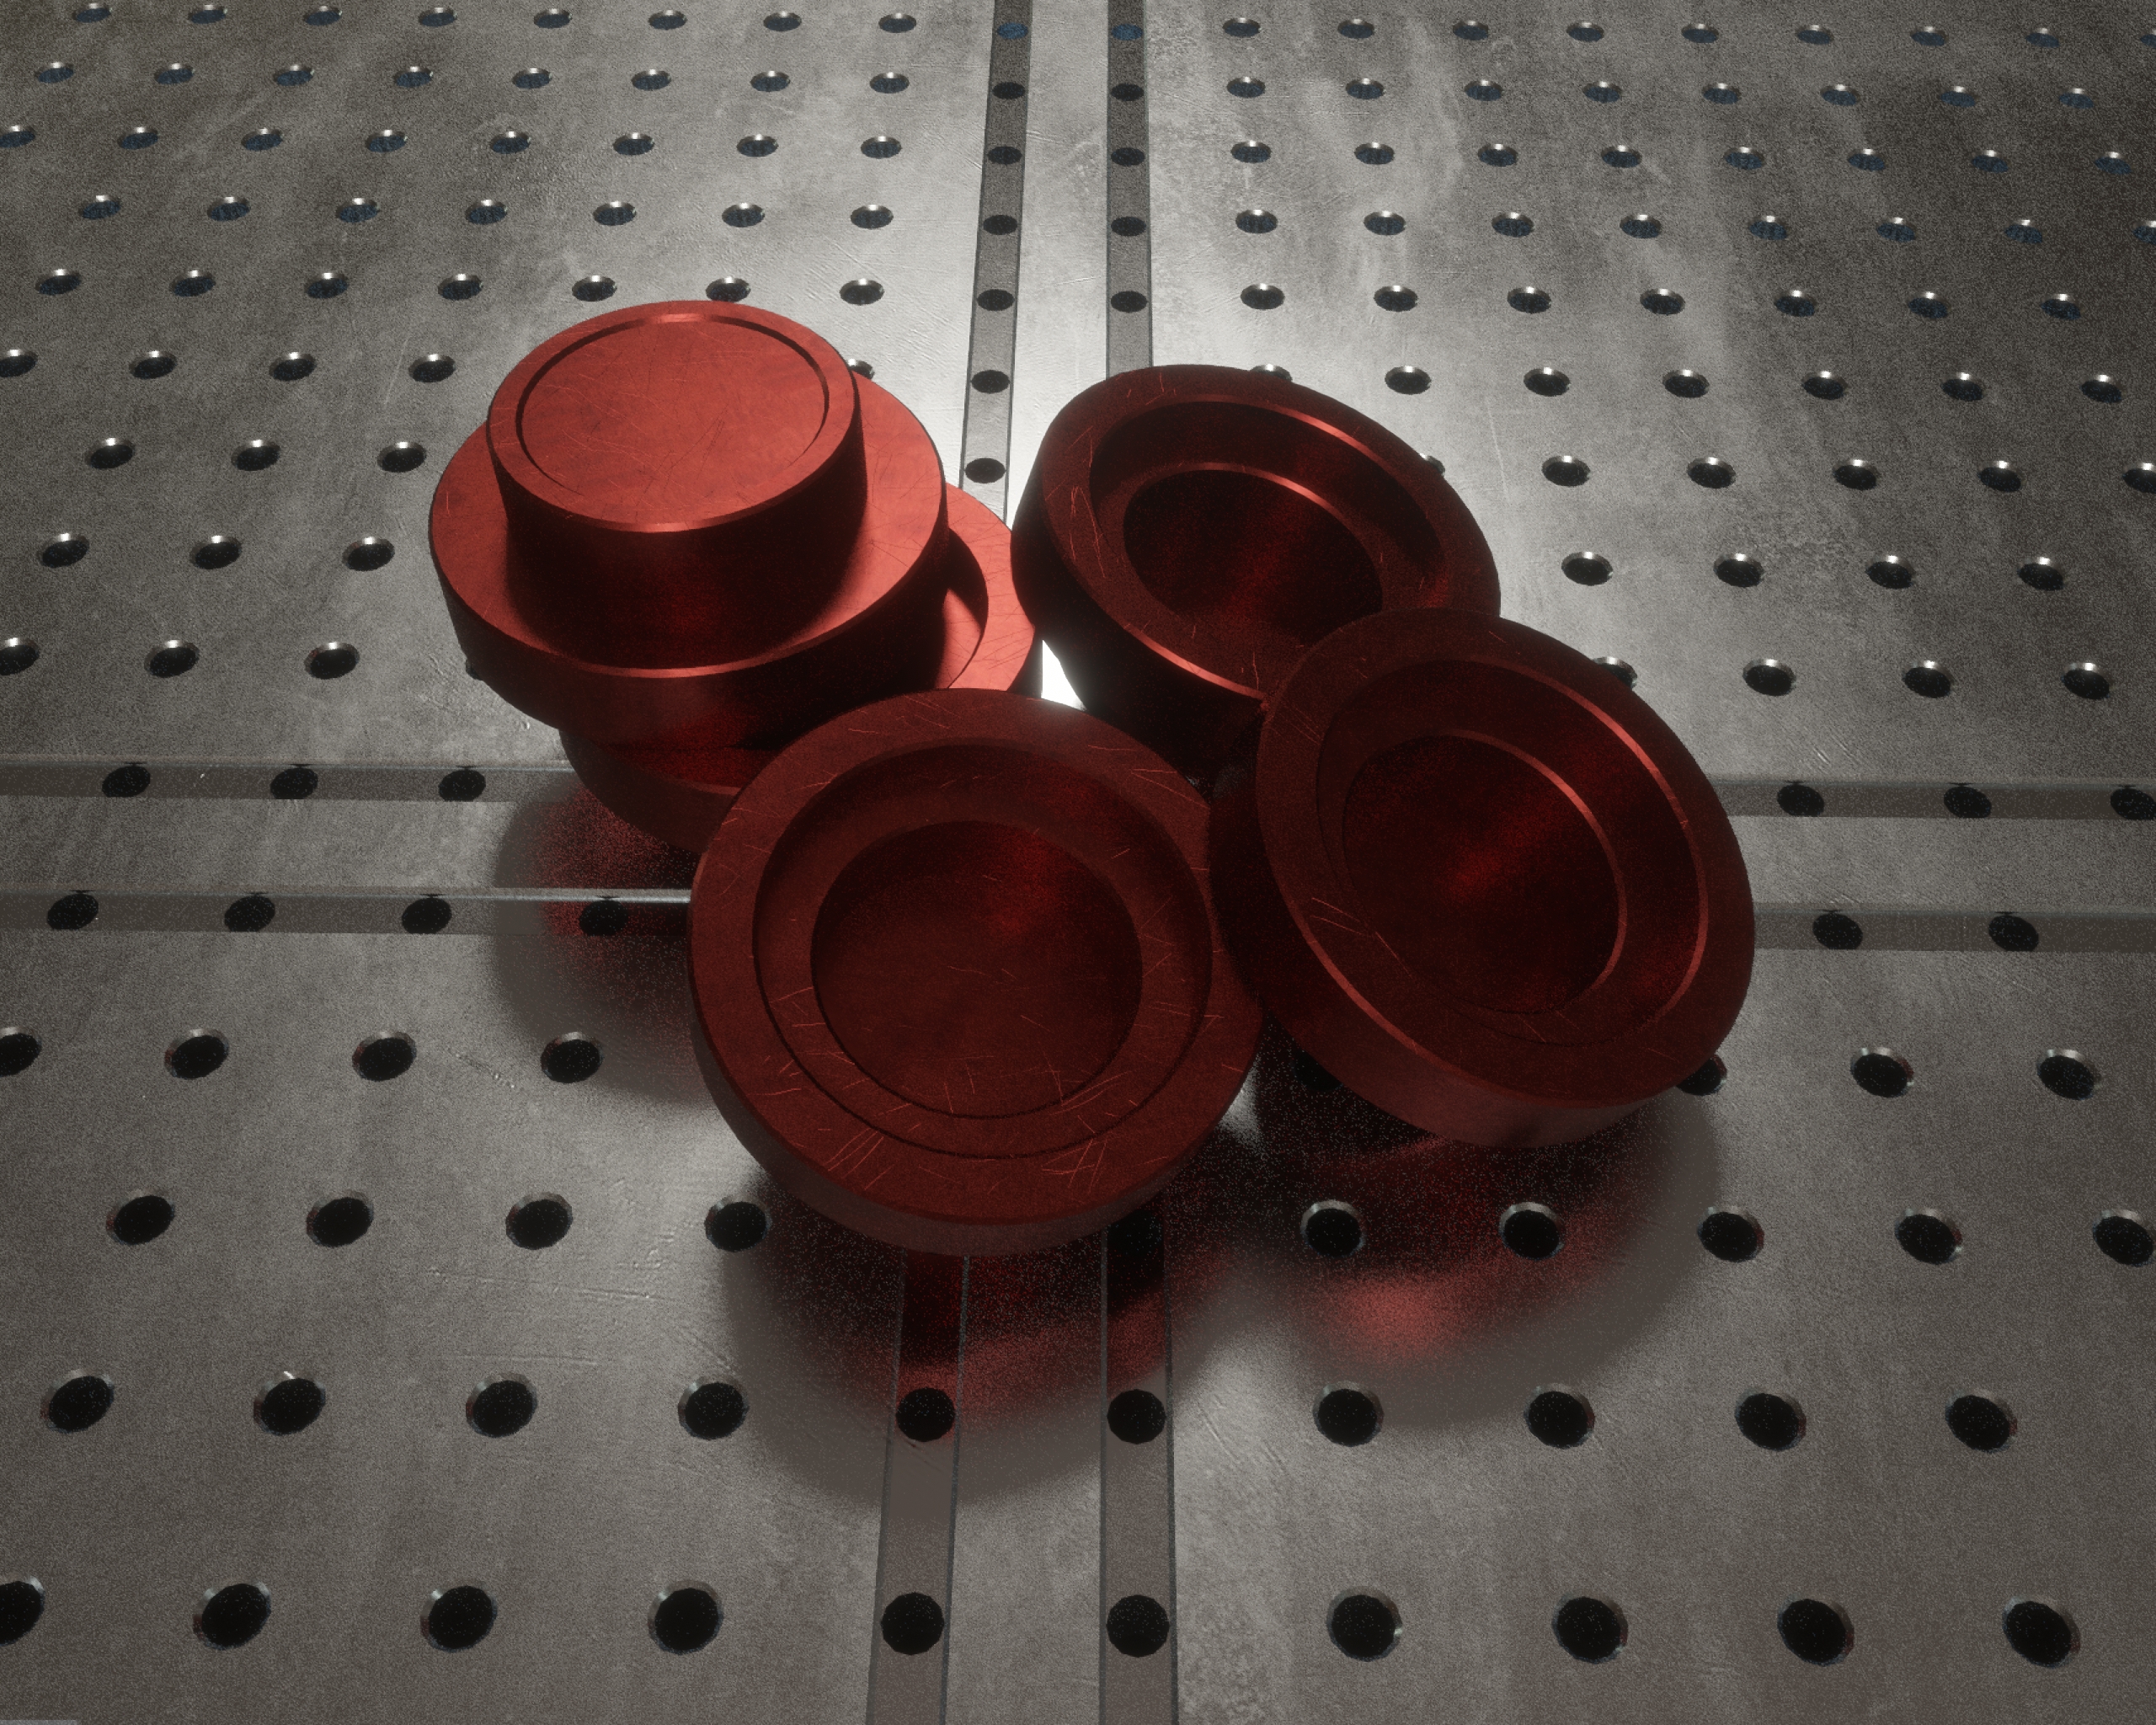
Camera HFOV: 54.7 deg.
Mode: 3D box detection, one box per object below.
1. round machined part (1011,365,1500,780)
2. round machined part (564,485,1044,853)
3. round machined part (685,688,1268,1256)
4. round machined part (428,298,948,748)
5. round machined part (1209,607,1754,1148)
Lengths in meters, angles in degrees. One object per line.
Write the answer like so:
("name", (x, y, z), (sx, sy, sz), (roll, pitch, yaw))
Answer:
("round machined part", (0.033, -0.055, 0.431), (0.099, 0.042, 0.098), (11, 50, -13))
("round machined part", (-0.056, -0.037, 0.426), (0.099, 0.042, 0.098), (0, 50, 0))
("round machined part", (-0.019, 0.022, 0.367), (0.099, 0.042, 0.098), (5, 64, -9))
("round machined part", (-0.075, -0.071, 0.400), (0.099, 0.042, 0.098), (0, 50, 0))
("round machined part", (0.068, 0.006, 0.377), (0.099, 0.042, 0.098), (11, 59, -18))
